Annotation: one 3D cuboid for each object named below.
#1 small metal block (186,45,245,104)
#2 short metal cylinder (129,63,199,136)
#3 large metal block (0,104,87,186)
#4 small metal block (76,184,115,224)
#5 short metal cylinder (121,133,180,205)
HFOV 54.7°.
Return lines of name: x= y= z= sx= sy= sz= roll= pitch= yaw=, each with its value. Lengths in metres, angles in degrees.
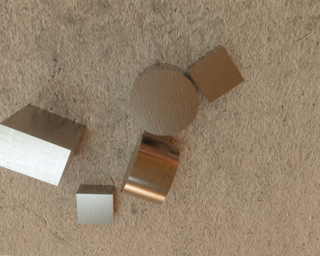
small metal block: x=0.068 y=-0.067 z=0.386 sx=0.050 sy=0.025 sz=0.050 roll=-34 pitch=107 yaw=11
short metal cylinder: x=0.004 y=-0.037 z=0.383 sx=0.081 sy=0.050 sz=0.079 roll=0 pitch=110 yaw=-1
large metal block: x=-0.147 y=0.018 z=0.385 sx=0.080 sy=0.080 sz=0.050 roll=22 pitch=109 yaw=-8
small metal block: x=-0.092 y=0.111 z=0.449 sx=0.050 sy=0.025 sz=0.050 roll=2 pitch=110 yaw=-1
short metal cylinder: x=-0.013 y=0.052 z=0.400 sx=0.050 sy=0.080 sz=0.079 roll=20 pitch=109 yaw=-8
